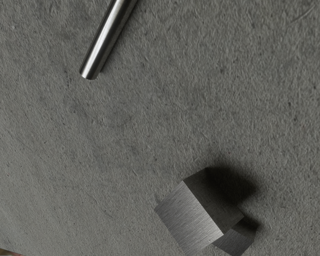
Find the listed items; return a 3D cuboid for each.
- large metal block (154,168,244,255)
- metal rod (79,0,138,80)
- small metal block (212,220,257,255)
[{"bbox_3d":[0.050,0.115,0.419,0.080,0.050,0.080,52,132,18],"label":"large metal block"},{"bbox_3d":[-0.021,-0.162,0.317,0.025,0.025,0.298,40,129,1],"label":"metal rod"},{"bbox_3d":[0.103,0.154,0.448,0.050,0.025,0.050,29,128,9],"label":"small metal block"}]
